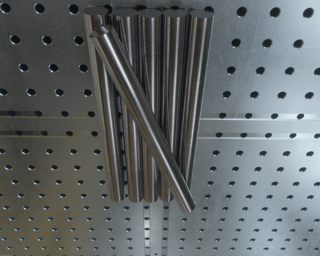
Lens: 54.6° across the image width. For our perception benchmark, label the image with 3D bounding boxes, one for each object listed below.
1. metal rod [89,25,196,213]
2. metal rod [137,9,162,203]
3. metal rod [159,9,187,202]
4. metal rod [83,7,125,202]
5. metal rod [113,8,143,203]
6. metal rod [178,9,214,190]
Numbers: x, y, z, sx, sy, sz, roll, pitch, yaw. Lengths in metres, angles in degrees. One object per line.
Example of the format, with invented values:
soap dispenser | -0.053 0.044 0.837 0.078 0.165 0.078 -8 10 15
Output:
metal rod | -0.007 0.014 0.390 0.025 0.025 0.299 -15 129 12
metal rod | -0.013 -0.002 0.408 0.025 0.025 0.298 0 130 -1
metal rod | 0.013 -0.003 0.410 0.025 0.025 0.298 0 130 -1
metal rod | -0.066 -0.004 0.407 0.025 0.025 0.298 1 130 -1
metal rod | -0.037 -0.002 0.408 0.025 0.025 0.298 0 130 -1
metal rod | 0.039 -0.002 0.410 0.025 0.025 0.298 1 130 -1
